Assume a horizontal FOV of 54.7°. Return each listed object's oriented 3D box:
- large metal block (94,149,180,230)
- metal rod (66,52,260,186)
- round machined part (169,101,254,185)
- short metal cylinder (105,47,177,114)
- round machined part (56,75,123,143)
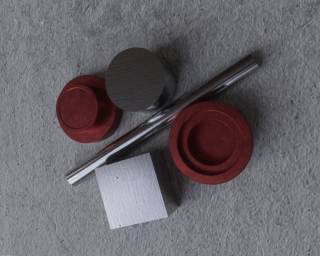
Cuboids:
[{"bbox_3d":[-0.029,0.079,0.408,0.080,0.050,0.080,-18,84,19],"label":"large metal block"},{"bbox_3d":[-0.008,-0.003,0.414,0.300,0.025,0.025,-33,80,16],"label":"metal rod"},{"bbox_3d":[0.064,0.017,0.378,0.098,0.042,0.097,0,90,20],"label":"round machined part"},{"bbox_3d":[-0.023,-0.060,0.405,0.080,0.050,0.079,0,90,20],"label":"short metal cylinder"},{"bbox_3d":[-0.106,-0.027,0.438,0.098,0.042,0.097,0,90,20],"label":"round machined part"}]
